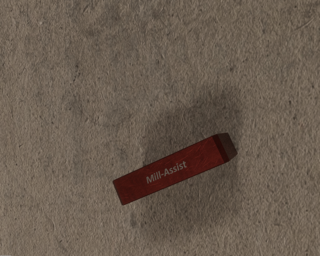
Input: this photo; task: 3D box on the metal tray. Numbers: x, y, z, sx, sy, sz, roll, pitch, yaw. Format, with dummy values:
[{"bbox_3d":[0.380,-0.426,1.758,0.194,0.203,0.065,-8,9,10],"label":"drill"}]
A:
[{"bbox_3d":[0.021,0.046,0.366,0.130,0.090,0.030,-26,82,18],"label":"metal tray"}]
